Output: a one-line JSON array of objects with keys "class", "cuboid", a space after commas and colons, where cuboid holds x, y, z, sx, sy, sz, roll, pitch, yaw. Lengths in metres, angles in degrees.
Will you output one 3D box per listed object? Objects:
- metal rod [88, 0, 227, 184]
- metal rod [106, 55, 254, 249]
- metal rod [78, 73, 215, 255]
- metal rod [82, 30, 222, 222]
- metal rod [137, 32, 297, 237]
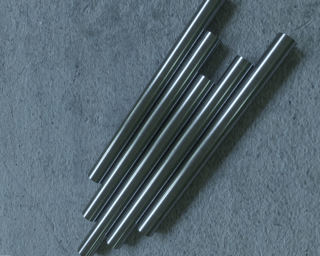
[{"class": "metal rod", "cuboid": [-0.008, -0.049, 0.412, 0.025, 0.025, 0.299, 38, 102, 15]}, {"class": "metal rod", "cuboid": [0.019, 0.039, 0.402, 0.025, 0.025, 0.299, 38, 102, 15]}, {"class": "metal rod", "cuboid": [-0.023, 0.059, 0.418, 0.025, 0.025, 0.299, 38, 102, 15]}, {"class": "metal rod", "cuboid": [-0.016, 0.006, 0.415, 0.025, 0.025, 0.299, 38, 102, 15]}, {"class": "metal rod", "cuboid": [0.064, 0.017, 0.387, 0.025, 0.025, 0.299, 38, 102, 15]}]
